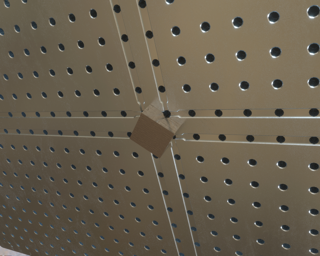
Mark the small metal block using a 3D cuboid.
[{"bbox_3d":[-0.007,0.005,0.418,0.050,0.025,0.050,33,129,6],"label":"small metal block"}]
